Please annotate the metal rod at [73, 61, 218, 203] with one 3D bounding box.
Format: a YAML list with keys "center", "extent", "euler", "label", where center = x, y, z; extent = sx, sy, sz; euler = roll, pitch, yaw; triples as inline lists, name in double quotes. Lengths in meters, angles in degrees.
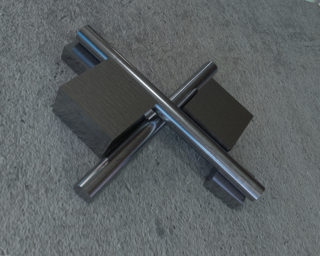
- center: [0.002, -0.015, 0.416]
  extent: [0.025, 0.025, 0.302]
  euler: [43, 51, 1]
  label: "metal rod"

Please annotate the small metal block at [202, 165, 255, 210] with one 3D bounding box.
- center: [0.092, 0.070, 0.412]
  extent: [0.050, 0.025, 0.050]
  euler: [40, 51, -1]
  label: "small metal block"

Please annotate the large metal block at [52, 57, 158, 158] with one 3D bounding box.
- center: [-0.065, -0.025, 0.367]
  extent: [0.080, 0.050, 0.080]
  euler: [45, 51, 3]
  label: "large metal block"

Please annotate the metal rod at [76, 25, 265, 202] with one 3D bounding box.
- center: [0.012, -0.019, 0.391]
  extent: [0.300, 0.025, 0.025]
  euler: [43, 51, 1]
  label: "metal rod"

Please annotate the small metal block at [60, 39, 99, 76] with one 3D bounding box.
- center: [-0.094, -0.092, 0.412]
  extent: [0.050, 0.025, 0.050]
  euler: [45, 51, 2]
  label: "small metal block"

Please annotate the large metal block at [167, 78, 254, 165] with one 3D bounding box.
- center: [0.071, -0.010, 0.434]
  extent: [0.080, 0.050, 0.080]
  euler: [43, 51, 1]
  label: "large metal block"
